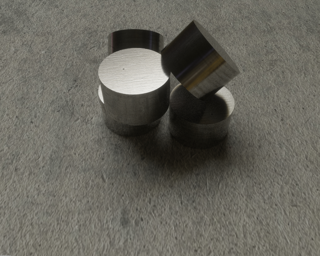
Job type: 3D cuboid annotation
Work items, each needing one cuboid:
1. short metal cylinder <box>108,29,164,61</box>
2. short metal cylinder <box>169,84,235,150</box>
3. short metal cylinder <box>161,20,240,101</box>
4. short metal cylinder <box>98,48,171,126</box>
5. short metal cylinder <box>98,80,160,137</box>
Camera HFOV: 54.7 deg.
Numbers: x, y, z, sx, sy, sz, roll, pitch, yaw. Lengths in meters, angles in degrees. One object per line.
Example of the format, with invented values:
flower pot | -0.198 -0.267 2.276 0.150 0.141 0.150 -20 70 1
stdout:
short metal cylinder | -0.035 -0.105 0.449 0.081 0.080 0.050 0 89 -1
short metal cylinder | 0.052 -0.019 0.404 0.081 0.050 0.080 0 50 0
short metal cylinder | 0.047 -0.078 0.361 0.050 0.080 0.080 -41 49 22
short metal cylinder | -0.028 -0.049 0.364 0.081 0.050 0.080 0 50 0
short metal cylinder | -0.039 -0.034 0.416 0.081 0.050 0.080 0 50 0
